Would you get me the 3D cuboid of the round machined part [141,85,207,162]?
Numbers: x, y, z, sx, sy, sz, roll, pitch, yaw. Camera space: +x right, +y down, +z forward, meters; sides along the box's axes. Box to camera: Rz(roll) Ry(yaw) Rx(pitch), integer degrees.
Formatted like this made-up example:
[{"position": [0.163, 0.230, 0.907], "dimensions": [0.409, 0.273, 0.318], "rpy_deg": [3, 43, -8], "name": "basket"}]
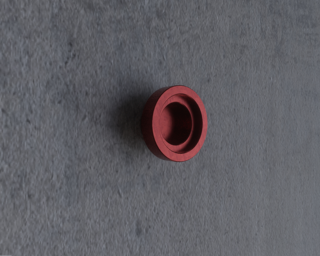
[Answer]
[{"position": [0.014, -0.006, 0.408], "dimensions": [0.099, 0.042, 0.097], "rpy_deg": [0, 90, -40], "name": "round machined part"}]
